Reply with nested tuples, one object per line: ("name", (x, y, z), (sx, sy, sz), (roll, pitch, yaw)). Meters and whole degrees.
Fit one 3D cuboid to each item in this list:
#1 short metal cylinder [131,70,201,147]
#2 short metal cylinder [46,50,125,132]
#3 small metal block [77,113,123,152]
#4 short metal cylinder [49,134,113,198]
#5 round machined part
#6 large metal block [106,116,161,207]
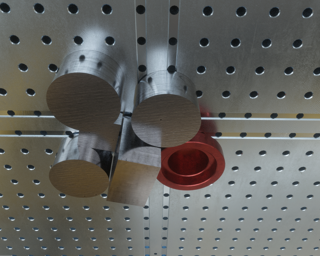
("short metal cylinder", (0.007, -0.022, 0.376), (0.081, 0.050, 0.079), (0, 130, 0))
("short metal cylinder", (-0.083, -0.042, 0.358), (0.081, 0.050, 0.079), (0, 130, 0))
("small metal block", (-0.080, 0.002, 0.412), (0.050, 0.025, 0.050), (11, 129, -10))
("short metal cylinder", (-0.110, 0.054, 0.440), (0.081, 0.050, 0.079), (0, 130, 0))
("round machined part", (0.039, 0.041, 0.435), (0.099, 0.042, 0.097), (0, 130, 0))
("large metal block", (-0.034, 0.044, 0.408), (0.050, 0.080, 0.079), (12, 129, -10))
